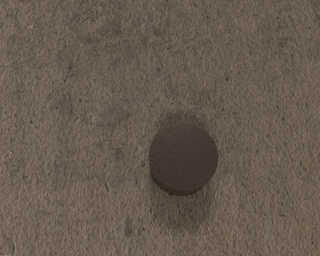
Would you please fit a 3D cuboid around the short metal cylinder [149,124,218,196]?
[{"bbox_3d":[0.027,0.040,0.380,0.081,0.050,0.080,0,70,0],"label":"short metal cylinder"}]
